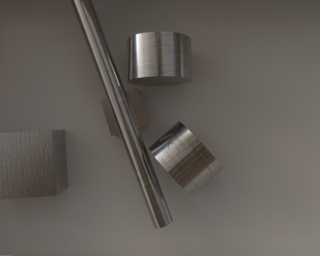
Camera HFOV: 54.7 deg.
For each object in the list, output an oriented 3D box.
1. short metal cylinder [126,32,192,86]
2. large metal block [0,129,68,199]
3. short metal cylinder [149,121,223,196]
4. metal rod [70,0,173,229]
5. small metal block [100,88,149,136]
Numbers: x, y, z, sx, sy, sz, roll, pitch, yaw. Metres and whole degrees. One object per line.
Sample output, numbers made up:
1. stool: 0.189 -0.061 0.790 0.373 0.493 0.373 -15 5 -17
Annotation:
1. short metal cylinder: -0.001 -0.083 0.384 0.081 0.080 0.050 -1 90 -1
2. large metal block: -0.168 0.044 0.397 0.081 0.050 0.079 -4 90 -1
3. short metal cylinder: 0.031 0.037 0.384 0.050 0.080 0.080 -42 91 0
4. metal rod: -0.047 -0.020 0.385 0.025 0.025 0.299 -20 90 0
5. small metal block: -0.046 -0.021 0.411 0.050 0.025 0.050 -17 90 -1
